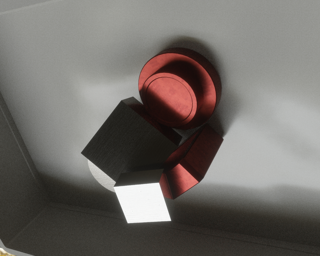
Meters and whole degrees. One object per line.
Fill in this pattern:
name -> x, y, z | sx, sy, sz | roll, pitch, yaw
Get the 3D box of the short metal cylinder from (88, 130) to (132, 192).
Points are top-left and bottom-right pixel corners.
short metal cylinder -> -0.055, 0.047, 0.447 | 0.080, 0.050, 0.079 | 13, 124, 20

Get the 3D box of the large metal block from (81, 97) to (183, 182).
large metal block -> -0.032, 0.020, 0.372 | 0.080, 0.050, 0.080 | 40, 104, 1

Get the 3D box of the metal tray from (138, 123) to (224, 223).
metal tray -> 0.015, 0.058, 0.390 | 0.030, 0.090, 0.129 | 45, 129, -2

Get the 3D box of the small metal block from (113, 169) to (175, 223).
small metal block -> -0.016, 0.074, 0.336 | 0.050, 0.025, 0.050 | -9, 114, 17

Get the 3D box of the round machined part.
round machined part -> 0.018, -0.040, 0.360 | 0.098, 0.042, 0.097 | 13, 124, 20
